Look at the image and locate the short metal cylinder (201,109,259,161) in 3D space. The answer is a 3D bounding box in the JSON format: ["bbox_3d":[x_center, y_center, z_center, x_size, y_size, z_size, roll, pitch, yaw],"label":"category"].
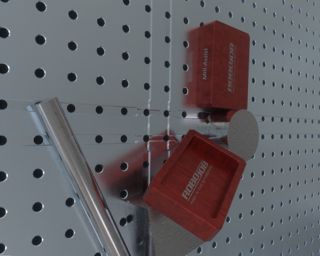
[{"bbox_3d":[0.111,0.011,0.486,0.081,0.050,0.079,0,90,-40],"label":"short metal cylinder"}]

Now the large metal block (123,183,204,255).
[{"bbox_3d":[0.007,0.121,0.399,0.081,0.050,0.079,-16,100,-39],"label":"large metal block"}]

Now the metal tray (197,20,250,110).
[{"bbox_3d":[0.102,-0.093,0.492,0.091,0.030,0.129,4,87,-40],"label":"metal tray"}]

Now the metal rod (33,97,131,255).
[{"bbox_3d":[-0.066,0.107,0.354,0.025,0.025,0.298,-33,110,-35],"label":"metal rod"}]

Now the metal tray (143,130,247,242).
[{"bbox_3d":[0.049,0.064,0.388,0.090,0.030,0.131,32,39,8],"label":"metal tray"}]
